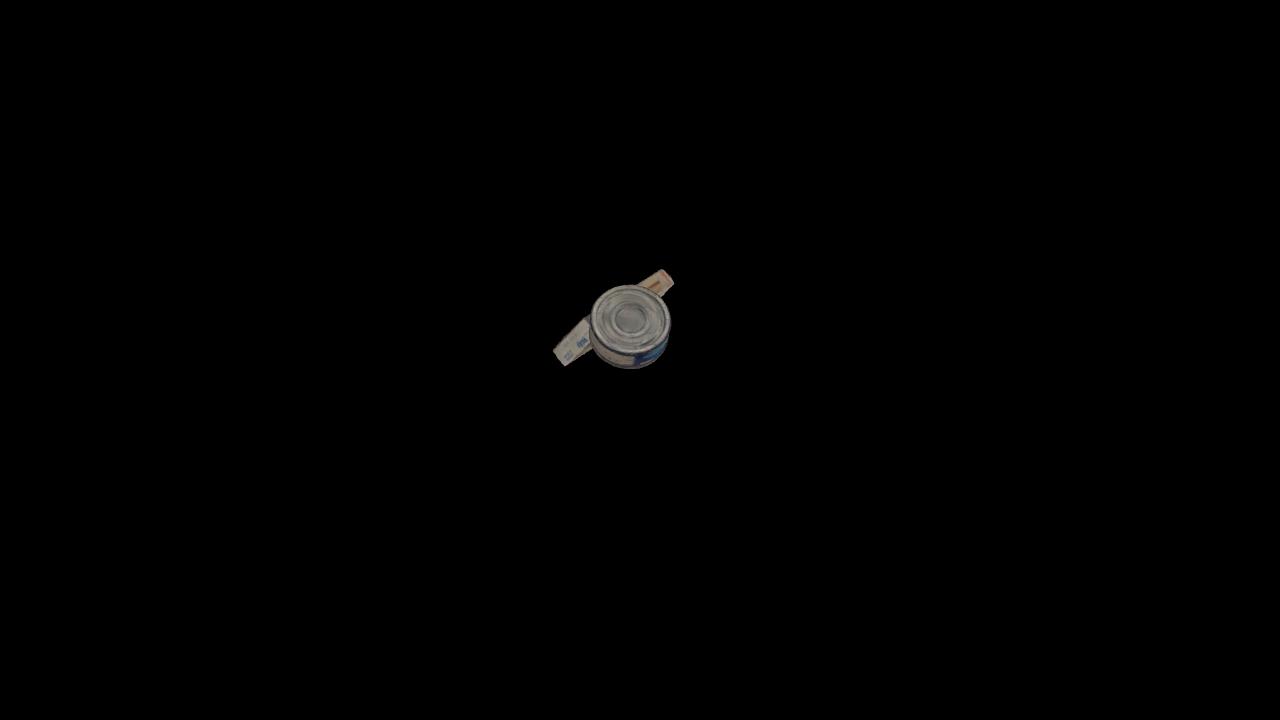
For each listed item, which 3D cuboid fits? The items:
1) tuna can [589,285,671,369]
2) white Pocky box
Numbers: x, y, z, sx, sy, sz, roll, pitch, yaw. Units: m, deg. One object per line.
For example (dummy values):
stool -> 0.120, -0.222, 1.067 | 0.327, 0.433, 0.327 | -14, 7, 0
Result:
tuna can -> -0.010, -0.035, 0.631 | 0.084, 0.084, 0.034 | 0, -26, -6
white Pocky box -> -0.030, -0.052, 0.732 | 0.154, 0.028, 0.084 | -37, -3, -43
